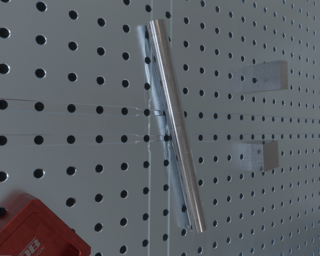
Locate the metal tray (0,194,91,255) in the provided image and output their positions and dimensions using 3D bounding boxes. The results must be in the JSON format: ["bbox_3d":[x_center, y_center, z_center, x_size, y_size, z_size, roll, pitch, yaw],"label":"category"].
[{"bbox_3d":[-0.140,0.140,0.288,0.130,0.030,0.090,-50,119,-28],"label":"metal tray"}]

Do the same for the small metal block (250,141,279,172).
[{"bbox_3d":[0.194,0.051,0.572,0.050,0.025,0.050,-8,96,-40],"label":"small metal block"}]

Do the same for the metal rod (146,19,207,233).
[{"bbox_3d":[0.026,0.005,0.430,0.025,0.025,0.298,-21,103,-38],"label":"metal rod"}]

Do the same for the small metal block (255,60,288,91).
[{"bbox_3d":[0.201,-0.093,0.561,0.025,0.050,0.050,-3,92,-40],"label":"small metal block"}]
